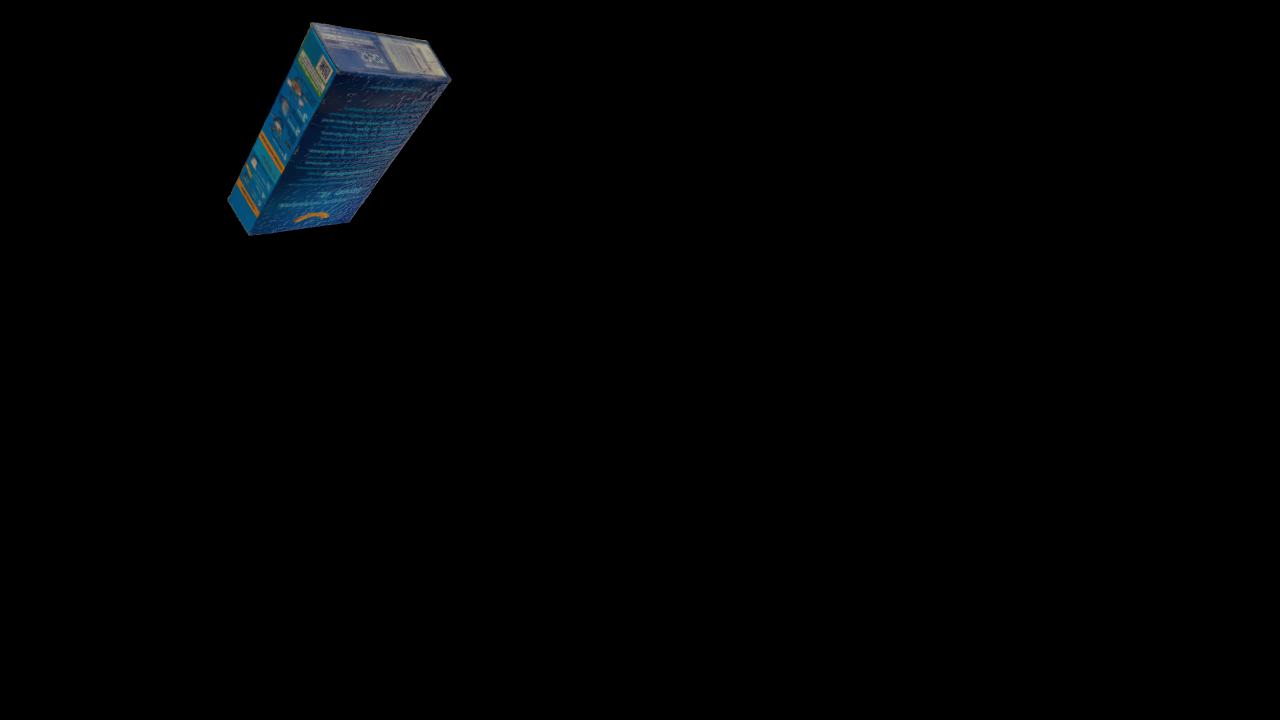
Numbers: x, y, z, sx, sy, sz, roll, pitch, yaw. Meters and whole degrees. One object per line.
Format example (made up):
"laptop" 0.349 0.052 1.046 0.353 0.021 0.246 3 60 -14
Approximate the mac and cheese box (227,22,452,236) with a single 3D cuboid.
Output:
"mac and cheese box" -0.227 -0.162 0.457 0.184 0.041 0.093 -31 1 36
